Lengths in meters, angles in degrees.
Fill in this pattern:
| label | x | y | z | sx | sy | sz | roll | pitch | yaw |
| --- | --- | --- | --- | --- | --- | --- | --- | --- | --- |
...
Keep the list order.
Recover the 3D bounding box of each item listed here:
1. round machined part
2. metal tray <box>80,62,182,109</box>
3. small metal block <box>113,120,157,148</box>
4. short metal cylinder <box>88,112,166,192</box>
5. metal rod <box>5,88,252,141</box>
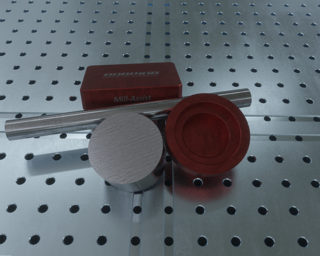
| label | x | y | z | sx | sy | sz | roll | pitch | yaw |
| --- | --- | --- | --- | --- | --- | --- | --- | --- | --- |
| round machined part | 0.054 | 0.011 | 0.373 | 0.099 | 0.042 | 0.098 | 1 | 72 | -4 |
| metal tray | -0.040 | -0.061 | 0.437 | 0.131 | 0.030 | 0.090 | -3 | 32 | -4 |
| small metal block | -0.035 | 0.009 | 0.410 | 0.050 | 0.025 | 0.050 | 14 | 51 | 11 |
| short metal cylinder | -0.035 | 0.029 | 0.352 | 0.080 | 0.050 | 0.080 | -2 | 68 | 5 |
| metal rod | -0.032 | -0.019 | 0.389 | 0.302 | 0.025 | 0.025 | -8 | 51 | -8 |
